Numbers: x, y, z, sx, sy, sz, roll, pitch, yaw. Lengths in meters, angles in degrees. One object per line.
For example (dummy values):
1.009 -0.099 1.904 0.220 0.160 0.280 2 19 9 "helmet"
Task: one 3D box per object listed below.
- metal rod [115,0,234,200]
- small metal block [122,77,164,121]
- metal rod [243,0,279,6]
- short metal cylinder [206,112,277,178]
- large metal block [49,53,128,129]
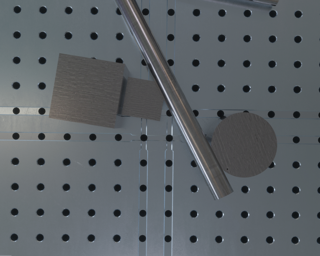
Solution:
0.010 -0.054 0.387 0.025 0.025 0.299 -26 80 0 "metal rod"
-0.021 -0.038 0.413 0.050 0.025 0.050 10 90 0 "small metal block"
0.009 -0.204 0.413 0.302 0.025 0.025 11 90 0 "metal rod"
0.103 0.020 0.402 0.081 0.050 0.079 0 90 0 "short metal cylinder"
-0.089 -0.045 0.400 0.080 0.050 0.080 9 90 0 "large metal block"
